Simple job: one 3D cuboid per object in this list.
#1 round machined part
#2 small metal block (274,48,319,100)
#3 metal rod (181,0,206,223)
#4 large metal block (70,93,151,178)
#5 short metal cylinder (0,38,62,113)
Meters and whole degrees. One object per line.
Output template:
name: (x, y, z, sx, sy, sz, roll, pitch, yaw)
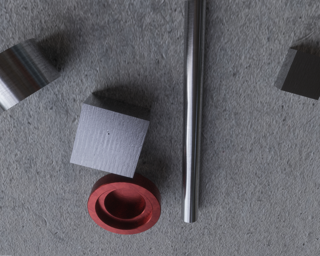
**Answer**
round machined part: (-0.047, 0.099, 0.431, 0.099, 0.042, 0.097, 1, 120, 1)
small metal block: (0.180, -0.067, 0.388, 0.050, 0.025, 0.050, 14, 109, -6)
metal rod: (0.042, -0.007, 0.407, 0.025, 0.025, 0.298, -1, 110, 0)
large metal block: (-0.062, 0.009, 0.399, 0.080, 0.050, 0.079, 15, 109, -6)
short metal cylinder: (-0.163, -0.060, 0.356, 0.080, 0.080, 0.050, -29, 108, 10)
